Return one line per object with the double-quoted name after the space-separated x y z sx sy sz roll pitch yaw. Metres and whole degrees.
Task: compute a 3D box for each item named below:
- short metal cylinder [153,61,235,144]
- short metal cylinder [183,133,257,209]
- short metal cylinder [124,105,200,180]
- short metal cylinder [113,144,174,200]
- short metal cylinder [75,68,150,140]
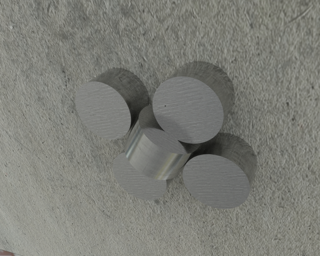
0.039 -0.029 0.350 0.080 0.050 0.079 13 124 20 "short metal cylinder"
0.075 0.052 0.383 0.080 0.050 0.079 13 124 20 "short metal cylinder"
0.003 0.016 0.380 0.080 0.080 0.050 34 129 5 "short metal cylinder"
-0.018 0.053 0.432 0.080 0.050 0.079 13 124 20 "short metal cylinder"
-0.061 -0.032 0.402 0.080 0.050 0.079 13 124 20 "short metal cylinder"
